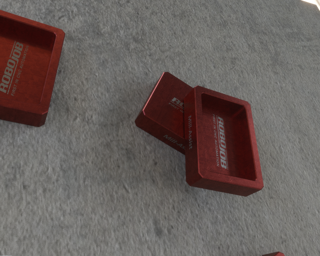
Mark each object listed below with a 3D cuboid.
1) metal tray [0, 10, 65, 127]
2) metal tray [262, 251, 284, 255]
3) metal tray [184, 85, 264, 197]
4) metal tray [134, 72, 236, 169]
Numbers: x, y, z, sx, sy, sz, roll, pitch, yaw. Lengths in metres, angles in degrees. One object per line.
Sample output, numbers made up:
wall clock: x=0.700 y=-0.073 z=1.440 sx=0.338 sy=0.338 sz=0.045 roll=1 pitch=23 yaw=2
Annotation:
metal tray: x=-0.166 y=-0.071 z=0.354 sx=0.091 sy=0.030 sz=0.130 roll=13 pitch=56 yaw=-21
metal tray: x=0.134 y=0.219 z=0.341 sx=0.091 sy=0.030 sz=0.130 roll=-16 pitch=70 yaw=-35
metal tray: x=0.078 y=0.015 z=0.396 sx=0.091 sy=0.030 sz=0.130 roll=15 pitch=56 yaw=-21
metal tray: x=0.041 y=-0.010 z=0.431 sx=0.130 sy=0.030 sz=0.090 roll=31 pitch=51 yaw=-8
